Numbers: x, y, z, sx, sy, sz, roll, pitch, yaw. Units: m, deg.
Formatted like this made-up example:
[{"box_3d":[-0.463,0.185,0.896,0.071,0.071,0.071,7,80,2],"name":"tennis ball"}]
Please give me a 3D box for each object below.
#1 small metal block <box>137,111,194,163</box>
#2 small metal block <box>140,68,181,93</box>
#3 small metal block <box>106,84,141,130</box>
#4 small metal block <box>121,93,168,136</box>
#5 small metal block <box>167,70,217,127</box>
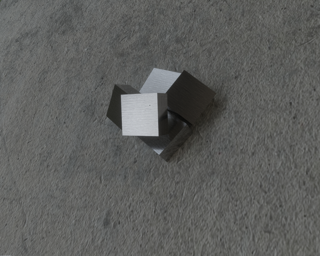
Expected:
[{"box_3d":[0.005,0.008,0.397,0.050,0.025,0.050,-48,52,-6],"name":"small metal block"},{"box_3d":[0.004,-0.053,0.435,0.050,0.025,0.050,19,71,35],"name":"small metal block"},{"box_3d":[-0.045,-0.027,0.429,0.050,0.025,0.050,38,119,37],"name":"small metal block"},{"box_3d":[-0.019,-0.016,0.377,0.050,0.025,0.050,0,94,28],"name":"small metal block"},{"box_3d":[0.035,-0.037,0.394,0.050,0.025,0.050,37,81,4],"name":"small metal block"}]
